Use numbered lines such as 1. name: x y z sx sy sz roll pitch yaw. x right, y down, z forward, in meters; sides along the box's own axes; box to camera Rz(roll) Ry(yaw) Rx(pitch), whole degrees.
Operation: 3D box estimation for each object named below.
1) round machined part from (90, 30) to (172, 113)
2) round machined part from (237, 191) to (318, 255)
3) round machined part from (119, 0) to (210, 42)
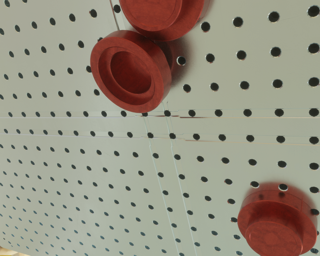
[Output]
1. round machined part: -0.030 -0.069 0.367 0.098 0.042 0.097 19 136 20
2. round machined part: 0.150 0.133 0.403 0.098 0.042 0.097 13 124 21
3. round machined part: -0.002 -0.137 0.317 0.098 0.042 0.097 13 124 21
